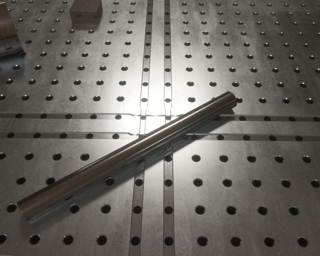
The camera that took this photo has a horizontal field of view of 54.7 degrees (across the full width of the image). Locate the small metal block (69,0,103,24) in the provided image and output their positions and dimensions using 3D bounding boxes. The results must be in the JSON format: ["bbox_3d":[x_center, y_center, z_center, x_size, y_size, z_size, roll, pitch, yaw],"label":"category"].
[{"bbox_3d":[-0.141,-0.225,0.595,0.050,0.025,0.050,2,50,1],"label":"small metal block"}]

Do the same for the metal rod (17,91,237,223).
[{"bbox_3d":[-0.023,0.024,0.386,0.302,0.025,0.025,-28,56,-22],"label":"metal rod"}]

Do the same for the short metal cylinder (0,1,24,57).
[{"bbox_3d":[-0.261,-0.158,0.501,0.050,0.080,0.080,-21,53,-17],"label":"short metal cylinder"}]
